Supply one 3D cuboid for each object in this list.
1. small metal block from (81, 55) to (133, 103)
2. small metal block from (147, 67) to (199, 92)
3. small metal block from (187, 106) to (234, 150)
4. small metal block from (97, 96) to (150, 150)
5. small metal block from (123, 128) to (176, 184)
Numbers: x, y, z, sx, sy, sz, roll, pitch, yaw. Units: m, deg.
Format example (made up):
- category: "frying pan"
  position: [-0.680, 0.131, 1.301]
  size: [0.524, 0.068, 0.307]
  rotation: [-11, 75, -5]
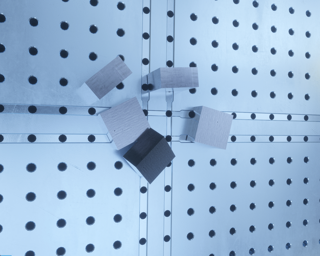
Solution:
- category: "small metal block"
  position: [-0.066, -0.058, 0.375]
  size: [0.050, 0.050, 0.025]
  rotation: [-42, 104, -15]
- category: "small metal block"
  position: [0.016, -0.062, 0.405]
  size: [0.050, 0.050, 0.025]
  rotation: [-5, 92, -20]
- category: "small metal block"
  position: [0.071, 0.000, 0.438]
  size: [0.050, 0.025, 0.050]
  rotation: [15, 85, -20]
- category: "small metal block"
  position: [-0.045, -0.006, 0.396]
  size: [0.050, 0.025, 0.050]
  rotation: [-28, 99, -18]
- category: "small metal block"
  position: [-0.012, 0.036, 0.394]
  size: [0.050, 0.025, 0.050]
  rotation: [-47, 143, -14]
